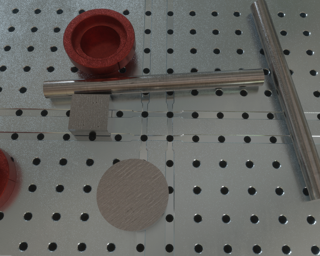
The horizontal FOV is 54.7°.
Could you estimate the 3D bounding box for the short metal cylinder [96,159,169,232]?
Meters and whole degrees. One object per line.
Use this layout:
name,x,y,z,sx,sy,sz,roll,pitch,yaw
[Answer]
short metal cylinder,-0.030,0.081,0.368,0.080,0.050,0.080,0,70,0

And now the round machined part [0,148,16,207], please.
round machined part,-0.235,0.061,0.379,0.099,0.042,0.098,0,70,0

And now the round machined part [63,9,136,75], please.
round machined part,-0.084,-0.118,0.445,0.099,0.042,0.098,0,70,0

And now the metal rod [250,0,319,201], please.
metal rod,0.176,-0.052,0.431,0.025,0.025,0.299,-8,70,-3

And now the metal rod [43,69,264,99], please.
metal rod,-0.007,-0.062,0.434,0.302,0.025,0.025,-4,70,-2

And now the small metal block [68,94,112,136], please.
small metal block,-0.093,-0.018,0.417,0.050,0.025,0.050,1,70,0
